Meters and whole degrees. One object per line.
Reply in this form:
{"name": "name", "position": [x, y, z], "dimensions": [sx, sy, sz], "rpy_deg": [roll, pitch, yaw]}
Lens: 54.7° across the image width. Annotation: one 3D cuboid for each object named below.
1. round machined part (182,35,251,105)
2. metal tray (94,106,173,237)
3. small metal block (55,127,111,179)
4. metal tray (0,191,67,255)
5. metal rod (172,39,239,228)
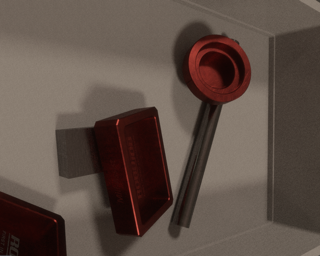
{"name": "round machined part", "position": [0.078, -0.081, 0.448], "dimensions": [0.099, 0.042, 0.097], "rpy_deg": [3, 80, -18]}
{"name": "metal tray", "position": [-0.026, 0.046, 0.362], "dimensions": [0.090, 0.030, 0.129], "rpy_deg": [-26, 108, -61]}
{"name": "small metal block", "position": [-0.083, 0.025, 0.339], "dimensions": [0.050, 0.025, 0.050], "rpy_deg": [-6, 94, -40]}
{"name": "metal tray", "position": [-0.119, 0.111, 0.243], "dimensions": [0.030, 0.130, 0.090], "rpy_deg": [-46, 124, 11]}
{"name": "metal rod", "position": [0.073, -0.001, 0.470], "dimensions": [0.025, 0.025, 0.299], "rpy_deg": [29, 72, -37]}
